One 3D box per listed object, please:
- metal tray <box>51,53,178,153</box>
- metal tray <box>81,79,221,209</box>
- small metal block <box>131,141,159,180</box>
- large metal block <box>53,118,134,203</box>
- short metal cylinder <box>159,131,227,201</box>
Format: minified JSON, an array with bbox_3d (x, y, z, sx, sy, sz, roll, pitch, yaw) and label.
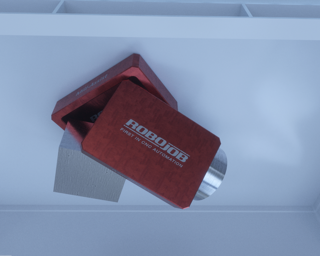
[{"bbox_3d":[-0.055,-0.022,0.384,0.130,0.030,0.090,-27,126,21],"label":"metal tray"},{"bbox_3d":[-0.008,0.019,0.342,0.130,0.090,0.030,32,162,-8],"label":"metal tray"},{"bbox_3d":[-0.026,0.048,0.448,0.050,0.025,0.050,-23,127,18],"label":"small metal block"},{"bbox_3d":[-0.081,0.042,0.383,0.081,0.050,0.079,13,129,-11],"label":"large metal block"},{"bbox_3d":[0.042,0.050,0.415,0.050,0.080,0.080,32,123,-25],"label":"short metal cylinder"}]
